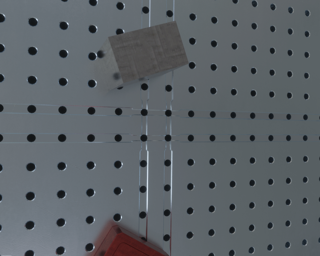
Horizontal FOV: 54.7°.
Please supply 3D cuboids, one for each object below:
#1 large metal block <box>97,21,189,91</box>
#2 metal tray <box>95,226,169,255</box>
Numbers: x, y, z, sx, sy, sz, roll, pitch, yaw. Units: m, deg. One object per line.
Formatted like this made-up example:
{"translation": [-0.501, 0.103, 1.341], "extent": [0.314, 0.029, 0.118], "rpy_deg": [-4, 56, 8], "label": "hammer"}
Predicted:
{"translation": [-0.024, -0.084, 0.374], "extent": [0.081, 0.080, 0.050], "rpy_deg": [-20, 97, -19], "label": "large metal block"}
{"translation": [-0.053, 0.203, 0.390], "extent": [0.090, 0.030, 0.130], "rpy_deg": [35, 79, -17], "label": "metal tray"}
